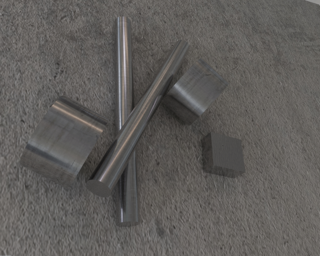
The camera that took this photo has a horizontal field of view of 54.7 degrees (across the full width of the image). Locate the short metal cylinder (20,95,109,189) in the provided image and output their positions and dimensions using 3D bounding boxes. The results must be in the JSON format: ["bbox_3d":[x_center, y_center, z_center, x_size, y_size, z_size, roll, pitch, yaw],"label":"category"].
[{"bbox_3d":[-0.093,0.014,0.310,0.050,0.080,0.080,30,52,-9],"label":"short metal cylinder"}]

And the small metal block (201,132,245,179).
[{"bbox_3d":[0.086,0.038,0.427,0.050,0.025,0.050,14,56,-20],"label":"small metal block"}]

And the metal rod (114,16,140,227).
[{"bbox_3d":[-0.045,-0.029,0.397,0.025,0.025,0.299,9,58,-24],"label":"metal rod"}]

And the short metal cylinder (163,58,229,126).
[{"bbox_3d":[0.048,-0.048,0.424,0.050,0.080,0.080,43,51,1],"label":"short metal cylinder"}]

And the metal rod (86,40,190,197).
[{"bbox_3d":[-0.011,-0.038,0.396,0.025,0.025,0.301,33,44,-7],"label":"metal rod"}]
